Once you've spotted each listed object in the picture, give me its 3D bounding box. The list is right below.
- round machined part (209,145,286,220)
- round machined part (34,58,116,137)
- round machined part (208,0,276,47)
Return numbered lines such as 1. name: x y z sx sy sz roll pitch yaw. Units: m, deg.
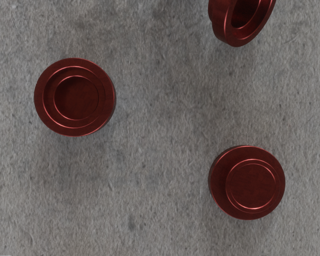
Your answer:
1. round machined part: 0.115 0.072 0.403 0.099 0.042 0.097 0 90 -1
2. round machined part: -0.106 -0.038 0.400 0.099 0.042 0.097 0 90 -1
3. round machined part: 0.098 -0.154 0.384 0.098 0.098 0.042 -50 57 0
